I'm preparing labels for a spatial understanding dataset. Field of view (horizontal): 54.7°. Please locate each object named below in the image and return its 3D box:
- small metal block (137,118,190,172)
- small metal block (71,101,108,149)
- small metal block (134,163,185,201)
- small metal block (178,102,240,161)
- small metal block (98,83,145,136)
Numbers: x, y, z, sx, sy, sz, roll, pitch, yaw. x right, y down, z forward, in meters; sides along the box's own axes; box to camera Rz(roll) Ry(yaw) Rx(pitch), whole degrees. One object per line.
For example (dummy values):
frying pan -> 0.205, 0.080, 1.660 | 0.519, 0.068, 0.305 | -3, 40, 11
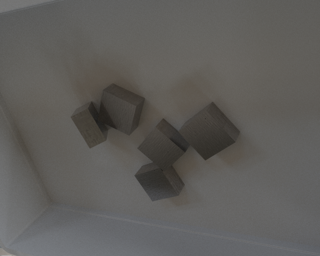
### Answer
small metal block -> 0.005, 0.024, 0.419 | 0.050, 0.025, 0.050 | 41, 129, 0
small metal block -> -0.097, -0.006, 0.435 | 0.025, 0.050, 0.050 | -27, 107, 1
small metal block -> -0.001, 0.077, 0.455 | 0.050, 0.025, 0.050 | -22, 107, 36
small metal block -> 0.060, 0.005, 0.379 | 0.050, 0.025, 0.050 | 47, 129, -5
small metal block -> -0.053, -0.025, 0.419 | 0.050, 0.025, 0.050 | 26, 127, 11
